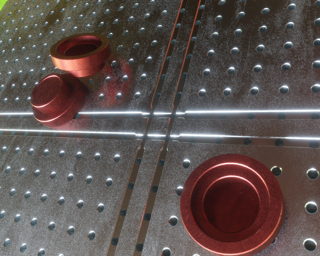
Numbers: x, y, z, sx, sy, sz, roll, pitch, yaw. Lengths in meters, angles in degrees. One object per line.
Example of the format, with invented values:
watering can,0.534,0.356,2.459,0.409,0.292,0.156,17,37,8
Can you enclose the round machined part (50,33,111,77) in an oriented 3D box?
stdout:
round machined part,-0.131,-0.121,0.527,0.098,0.042,0.098,-4,40,4

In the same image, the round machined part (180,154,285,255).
round machined part,0.073,0.079,0.311,0.098,0.042,0.098,-13,56,21

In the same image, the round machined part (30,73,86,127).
round machined part,-0.178,-0.054,0.526,0.098,0.042,0.098,-13,56,21
